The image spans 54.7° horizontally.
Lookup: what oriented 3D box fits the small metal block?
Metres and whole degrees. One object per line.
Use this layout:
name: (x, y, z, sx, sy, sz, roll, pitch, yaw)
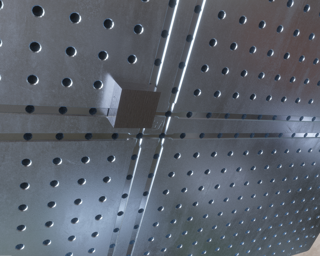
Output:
small metal block: (-0.032, -0.027, 0.378, 0.050, 0.025, 0.050, 1, 118, -29)
